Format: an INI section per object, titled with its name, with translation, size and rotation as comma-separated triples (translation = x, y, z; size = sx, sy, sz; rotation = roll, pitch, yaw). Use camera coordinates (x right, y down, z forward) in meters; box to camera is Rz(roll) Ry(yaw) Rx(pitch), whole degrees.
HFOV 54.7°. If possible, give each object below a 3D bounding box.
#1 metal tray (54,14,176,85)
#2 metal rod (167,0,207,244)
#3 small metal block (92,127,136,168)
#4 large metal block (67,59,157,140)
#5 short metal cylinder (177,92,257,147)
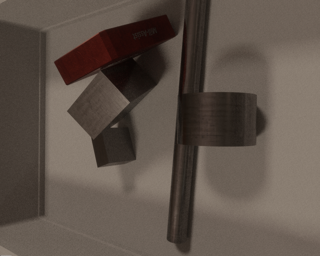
[metal tray]
translation = -0.050, -0.097, 0.377
size = 0.090, 0.131, 0.030
rotation = -16, 104, 38
[metal rod]
translation = 0.032, -0.009, 0.378
size = 0.025, 0.025, 0.298
rotation = 7, 95, 39
[small metal block]
translation = -0.067, 0.027, 0.443
size = 0.025, 0.050, 0.050
rotation = -24, 75, 39
[large metal block]
translation = -0.062, -0.040, 0.411
size = 0.050, 0.080, 0.080
rotation = 48, 122, -1
[short metal cylinder]
translation = 0.058, -0.008, 0.322
size = 0.080, 0.081, 0.050
rotation = 1, 91, 39
